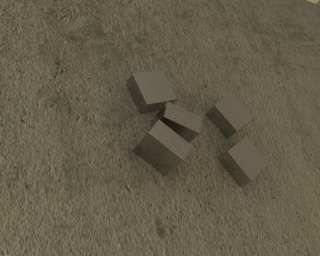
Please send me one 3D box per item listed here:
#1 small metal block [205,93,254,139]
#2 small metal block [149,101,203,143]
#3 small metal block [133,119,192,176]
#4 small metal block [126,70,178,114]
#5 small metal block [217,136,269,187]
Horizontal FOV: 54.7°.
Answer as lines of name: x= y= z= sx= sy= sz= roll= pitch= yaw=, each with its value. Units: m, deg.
small metal block: x=0.106 y=-0.019 z=0.472 sx=0.050 sy=0.025 sz=0.050 roll=-34 pitch=81 yaw=-38
small metal block: x=0.019 y=-0.001 z=0.398 sx=0.050 sy=0.050 sz=0.025 roll=25 pitch=53 yaw=-13
small metal block: x=0.002 y=0.025 z=0.373 sx=0.050 sy=0.050 sz=0.025 roll=39 pitch=51 yaw=-2
small metal block: x=-0.012 y=-0.050 z=0.428 sx=0.050 sy=0.025 sz=0.050 roll=-13 pitch=69 yaw=-34
small metal block: x=0.118 y=0.047 z=0.438 sx=0.050 sy=0.025 sz=0.050 roll=-31 pitch=79 yaw=-38
